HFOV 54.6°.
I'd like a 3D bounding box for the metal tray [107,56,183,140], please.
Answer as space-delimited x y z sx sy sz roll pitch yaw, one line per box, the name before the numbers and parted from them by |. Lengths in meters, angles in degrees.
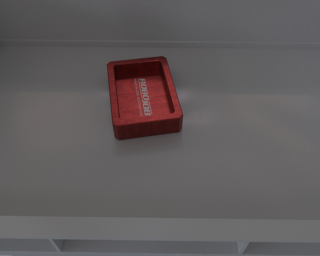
metal tray | -0.025 -0.047 0.441 0.091 0.030 0.130 -7 50 -6
